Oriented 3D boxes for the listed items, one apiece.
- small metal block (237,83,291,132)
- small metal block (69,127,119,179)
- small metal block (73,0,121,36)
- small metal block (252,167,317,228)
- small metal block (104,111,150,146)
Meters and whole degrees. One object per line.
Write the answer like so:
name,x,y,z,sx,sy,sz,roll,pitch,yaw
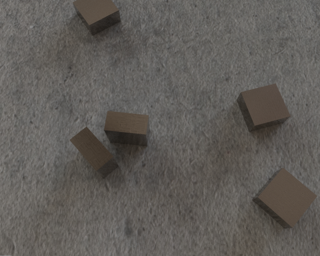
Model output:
small metal block,0.139,-0.027,0.420,0.050,0.025,0.050,-14,71,-6
small metal block,-0.080,0.032,0.382,0.025,0.050,0.050,-41,75,-13
small metal block,-0.096,-0.177,0.472,0.050,0.025,0.050,-32,73,-11
small metal block,0.151,0.086,0.379,0.050,0.025,0.050,42,75,13
small metal block,-0.040,0.002,0.394,0.050,0.050,0.025,6,70,2
